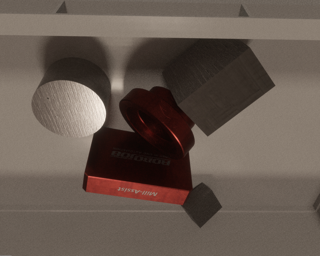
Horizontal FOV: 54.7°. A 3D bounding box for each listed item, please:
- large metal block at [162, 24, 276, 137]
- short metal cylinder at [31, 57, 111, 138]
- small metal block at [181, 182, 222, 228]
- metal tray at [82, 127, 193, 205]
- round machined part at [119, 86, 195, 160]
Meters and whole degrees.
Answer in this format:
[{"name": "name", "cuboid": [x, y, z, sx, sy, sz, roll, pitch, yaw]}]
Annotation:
[{"name": "large metal block", "cuboid": [0.055, -0.051, 0.320, 0.080, 0.080, 0.050, -39, 121, 13]}, {"name": "short metal cylinder", "cuboid": [-0.101, -0.035, 0.362, 0.081, 0.050, 0.079, 0, 130, 0]}, {"name": "small metal block", "cuboid": [0.067, 0.125, 0.502, 0.050, 0.025, 0.050, -40, 126, -11]}, {"name": "metal tray", "cuboid": [-0.027, 0.048, 0.406, 0.131, 0.090, 0.030, 10, 129, -9]}, {"name": "round machined part", "cuboid": [0.002, -0.011, 0.366, 0.098, 0.042, 0.098, 36, 160, 16]}]
